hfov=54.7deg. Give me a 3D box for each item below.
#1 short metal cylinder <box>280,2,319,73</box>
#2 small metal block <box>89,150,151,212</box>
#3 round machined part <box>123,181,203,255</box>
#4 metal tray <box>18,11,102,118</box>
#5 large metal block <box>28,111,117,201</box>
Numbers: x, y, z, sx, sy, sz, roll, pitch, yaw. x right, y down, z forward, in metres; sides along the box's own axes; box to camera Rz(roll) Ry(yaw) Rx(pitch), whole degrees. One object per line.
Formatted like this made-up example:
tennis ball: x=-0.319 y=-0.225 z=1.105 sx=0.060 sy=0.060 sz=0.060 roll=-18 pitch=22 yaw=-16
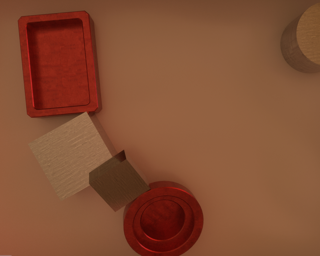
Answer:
short metal cylinder: x=0.206 y=-0.115 z=0.402 sx=0.081 sy=0.050 sz=0.079 roll=0 pitch=90 yaw=-1
small metal block: x=-0.048 y=0.062 z=0.365 sx=0.050 sy=0.025 sz=0.050 roll=-34 pitch=114 yaw=1
round machined part: x=0.002 y=0.113 z=0.396 sx=0.099 sy=0.042 sz=0.097 roll=-2 pitch=102 yaw=-9
metal tray: x=-0.129 y=-0.081 z=0.407 sx=0.091 sy=0.030 sz=0.129 roll=-6 pitch=90 yaw=-1
large metal block: x=-0.104 y=0.034 z=0.398 sx=0.080 sy=0.050 sz=0.080 roll=-30 pitch=90 yaw=0
